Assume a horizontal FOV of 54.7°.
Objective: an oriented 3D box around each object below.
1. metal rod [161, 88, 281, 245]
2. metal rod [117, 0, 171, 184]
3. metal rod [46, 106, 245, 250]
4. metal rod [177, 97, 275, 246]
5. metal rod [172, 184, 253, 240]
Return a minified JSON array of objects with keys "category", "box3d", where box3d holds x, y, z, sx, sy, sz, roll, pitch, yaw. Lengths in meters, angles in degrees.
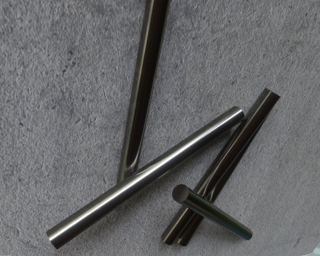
[{"category":"metal rod","box3d":[0.087,0.070,0.486,0.025,0.025,0.298,18,112,-35]},{"category":"metal rod","box3d":[-0.019,-0.055,0.362,0.025,0.025,0.298,-2,120,-27]},{"category":"metal rod","box3d":[-0.005,0.055,0.409,0.302,0.025,0.025,-32,129,-18]},{"category":"metal rod","box3d":[0.104,0.075,0.509,0.025,0.025,0.298,15,111,-35]},{"category":"metal rod","box3d":[0.103,0.154,0.529,0.025,0.025,0.300,-45,138,3]}]
